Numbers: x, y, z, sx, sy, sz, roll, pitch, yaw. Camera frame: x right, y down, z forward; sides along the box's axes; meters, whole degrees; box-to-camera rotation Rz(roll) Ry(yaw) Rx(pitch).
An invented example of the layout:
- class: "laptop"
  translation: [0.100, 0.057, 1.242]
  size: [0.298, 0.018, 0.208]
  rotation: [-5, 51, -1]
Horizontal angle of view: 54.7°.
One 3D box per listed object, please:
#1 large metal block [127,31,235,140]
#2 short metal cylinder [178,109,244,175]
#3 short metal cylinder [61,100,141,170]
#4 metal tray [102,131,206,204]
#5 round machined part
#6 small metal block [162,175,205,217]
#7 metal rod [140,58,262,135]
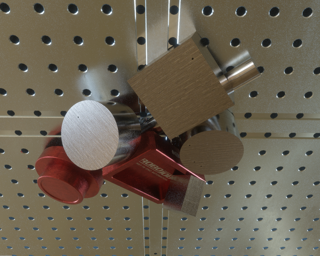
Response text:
- class: "large metal block"
  translation: [0.025, -0.046, 0.341]
  size: [0.080, 0.050, 0.080]
  rotation: [-30, 105, 23]
- class: "short metal cylinder"
  translation: [0.065, 0.017, 0.409]
  size: [0.081, 0.050, 0.079]
  rotation: [0, 130, 0]
- class: "short metal cylinder"
  translation: [-0.070, 0.007, 0.373]
  size: [0.080, 0.050, 0.079]
  rotation: [2, 94, 25]
- class: "metal tray"
  translation: [-0.006, 0.062, 0.442]
  size: [0.090, 0.030, 0.130]
  rotation: [-30, 137, 23]
- class: "round machined part"
  translation: [-0.134, 0.074, 0.445]
  size: [0.098, 0.042, 0.097]
  rotation: [11, 137, 11]
- class: "small metal block"
  translation: [0.033, 0.094, 0.437]
  size: [0.025, 0.050, 0.050]
  rotation: [27, 160, -23]
- class: "metal rod"
  translation: [-0.009, -0.001, 0.413]
  size: [0.300, 0.025, 0.025]
  rotation: [-30, 124, 23]
